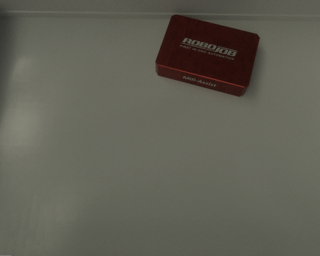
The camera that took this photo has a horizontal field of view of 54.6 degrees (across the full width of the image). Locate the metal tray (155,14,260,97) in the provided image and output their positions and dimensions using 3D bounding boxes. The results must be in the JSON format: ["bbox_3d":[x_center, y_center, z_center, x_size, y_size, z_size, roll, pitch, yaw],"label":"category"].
[{"bbox_3d":[0.068,-0.105,0.446,0.131,0.030,0.090,16,71,5],"label":"metal tray"}]
